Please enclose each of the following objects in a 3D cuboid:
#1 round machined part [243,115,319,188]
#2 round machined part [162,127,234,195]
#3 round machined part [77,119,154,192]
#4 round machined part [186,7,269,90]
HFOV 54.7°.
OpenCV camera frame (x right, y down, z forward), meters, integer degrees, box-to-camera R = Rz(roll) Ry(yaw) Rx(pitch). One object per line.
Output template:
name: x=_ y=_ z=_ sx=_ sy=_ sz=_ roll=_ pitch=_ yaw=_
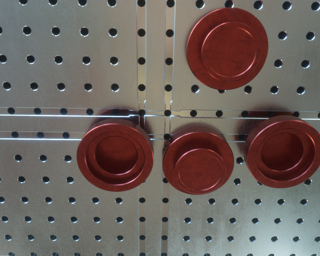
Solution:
round machined part: x=0.162 y=0.029 z=0.417 sx=0.099 sy=0.042 sz=0.097 roll=0 pitch=110 yaw=-1
round machined part: x=0.053 y=0.051 z=0.424 sx=0.099 sy=0.042 sz=0.097 roll=0 pitch=110 yaw=-1
round machined part: x=-0.057 y=0.033 z=0.416 sx=0.099 sy=0.042 sz=0.097 roll=0 pitch=110 yaw=-1
round machined part: x=0.081 y=-0.093 z=0.371 sx=0.099 sy=0.042 sz=0.097 roll=0 pitch=110 yaw=-1
